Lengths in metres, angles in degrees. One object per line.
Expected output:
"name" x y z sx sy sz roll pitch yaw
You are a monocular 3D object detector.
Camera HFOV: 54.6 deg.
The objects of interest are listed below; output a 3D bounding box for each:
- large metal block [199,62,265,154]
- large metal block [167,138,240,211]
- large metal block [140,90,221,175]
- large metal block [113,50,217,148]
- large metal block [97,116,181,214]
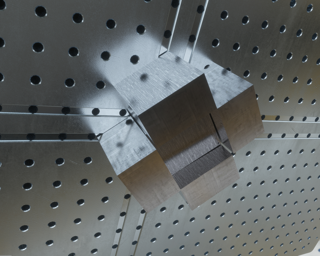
"large metal block" 0.083 -0.027 0.403 0.050 0.080 0.080 -34 129 -6
"large metal block" 0.051 0.054 0.437 0.080 0.080 0.050 -32 129 -7
"large metal block" 0.023 0.002 0.407 0.080 0.050 0.080 -32 127 -5
"large metal block" 0.004 -0.036 0.355 0.080 0.080 0.050 -33 129 -6
"large metal block" -0.027 0.045 0.388 0.050 0.080 0.080 -34 129 -6
